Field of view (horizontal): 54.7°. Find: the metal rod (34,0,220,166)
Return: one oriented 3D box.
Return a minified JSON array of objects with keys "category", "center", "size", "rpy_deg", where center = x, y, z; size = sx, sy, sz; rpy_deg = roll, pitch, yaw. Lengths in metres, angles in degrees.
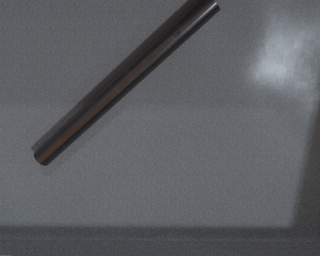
[{"category":"metal rod","center":[-0.050,-0.052,0.391],"size":[0.300,0.025,0.025],"rpy_deg":[-40,106,13]}]
